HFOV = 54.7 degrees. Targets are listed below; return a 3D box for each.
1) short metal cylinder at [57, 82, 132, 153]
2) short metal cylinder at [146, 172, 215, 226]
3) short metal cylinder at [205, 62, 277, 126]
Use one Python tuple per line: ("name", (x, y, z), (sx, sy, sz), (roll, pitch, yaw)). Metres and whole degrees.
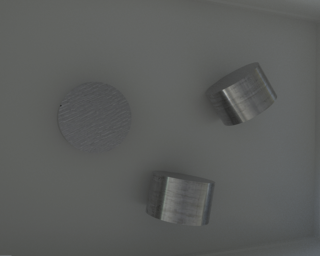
("short metal cylinder", (-0.079, -0.012, 0.368), (0.081, 0.050, 0.080), (0, 90, -20))
("short metal cylinder", (0.026, 0.086, 0.391), (0.081, 0.080, 0.050), (11, 87, -20))
("short metal cylinder", (0.109, -0.046, 0.421), (0.080, 0.080, 0.050), (-37, 102, -16))
